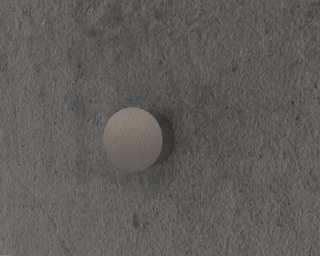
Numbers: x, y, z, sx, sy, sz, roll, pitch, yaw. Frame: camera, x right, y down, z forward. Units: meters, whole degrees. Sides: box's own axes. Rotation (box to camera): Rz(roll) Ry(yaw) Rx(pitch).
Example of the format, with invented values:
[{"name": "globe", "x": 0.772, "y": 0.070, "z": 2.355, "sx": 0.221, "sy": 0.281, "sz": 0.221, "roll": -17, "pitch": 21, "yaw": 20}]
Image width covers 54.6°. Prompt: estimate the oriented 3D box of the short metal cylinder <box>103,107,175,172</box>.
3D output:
[{"name": "short metal cylinder", "x": -0.026, "y": 0.014, "z": 0.405, "sx": 0.080, "sy": 0.050, "sz": 0.080, "roll": 0, "pitch": 90, "yaw": 20}]
